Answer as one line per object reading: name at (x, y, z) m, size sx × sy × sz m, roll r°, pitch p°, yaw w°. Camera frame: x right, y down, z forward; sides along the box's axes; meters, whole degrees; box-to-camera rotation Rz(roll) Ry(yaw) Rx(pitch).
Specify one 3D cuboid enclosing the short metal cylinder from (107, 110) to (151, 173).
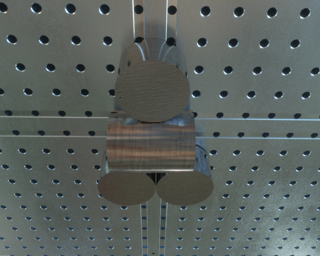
short metal cylinder at (-0.036, 0.017, 0.390) m, size 0.050 × 0.080 × 0.079 m, roll 0°, pitch 130°, yaw -1°

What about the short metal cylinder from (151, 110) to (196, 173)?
short metal cylinder at (0.015, 0.017, 0.391) m, size 0.050 × 0.080 × 0.079 m, roll 0°, pitch 130°, yaw -1°

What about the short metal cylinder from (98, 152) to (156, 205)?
short metal cylinder at (-0.046, 0.068, 0.452) m, size 0.081 × 0.050 × 0.079 m, roll 0°, pitch 130°, yaw 0°

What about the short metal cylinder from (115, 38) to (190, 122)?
short metal cylinder at (-0.008, -0.053, 0.350) m, size 0.081 × 0.050 × 0.079 m, roll 0°, pitch 130°, yaw 0°

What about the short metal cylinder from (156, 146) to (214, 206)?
short metal cylinder at (0.035, 0.069, 0.453) m, size 0.081 × 0.050 × 0.079 m, roll 0°, pitch 130°, yaw 0°
